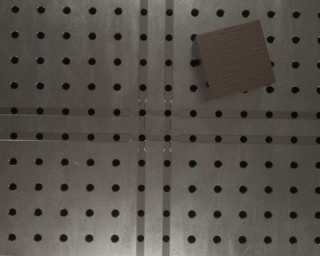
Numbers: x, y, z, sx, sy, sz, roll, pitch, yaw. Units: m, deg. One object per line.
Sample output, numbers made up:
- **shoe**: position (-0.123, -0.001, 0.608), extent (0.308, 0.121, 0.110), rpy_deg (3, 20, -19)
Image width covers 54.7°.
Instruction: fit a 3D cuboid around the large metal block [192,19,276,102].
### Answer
- **large metal block**: position (0.093, -0.084, 0.402), extent (0.080, 0.050, 0.080), rpy_deg (-15, 90, -1)
